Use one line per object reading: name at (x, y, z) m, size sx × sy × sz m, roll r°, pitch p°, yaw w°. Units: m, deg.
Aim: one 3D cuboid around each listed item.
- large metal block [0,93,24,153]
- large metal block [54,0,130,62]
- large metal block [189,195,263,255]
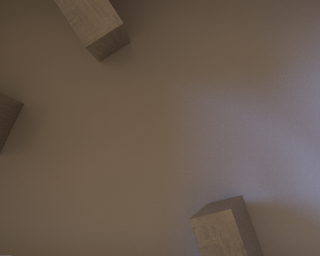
large metal block at (-0.225, -0.007, 0.382) m, size 0.050 × 0.080 × 0.080 m, roll 25°, pitch 90°, yaw 0°
large metal block at (-0.083, -0.136, 0.383) m, size 0.050 × 0.080 × 0.080 m, roll -33°, pitch 90°, yaw 0°
large metal block at (0.083, 0.133, 0.373) m, size 0.050 × 0.080 × 0.080 m, roll -21°, pitch 81°, yaw 21°
